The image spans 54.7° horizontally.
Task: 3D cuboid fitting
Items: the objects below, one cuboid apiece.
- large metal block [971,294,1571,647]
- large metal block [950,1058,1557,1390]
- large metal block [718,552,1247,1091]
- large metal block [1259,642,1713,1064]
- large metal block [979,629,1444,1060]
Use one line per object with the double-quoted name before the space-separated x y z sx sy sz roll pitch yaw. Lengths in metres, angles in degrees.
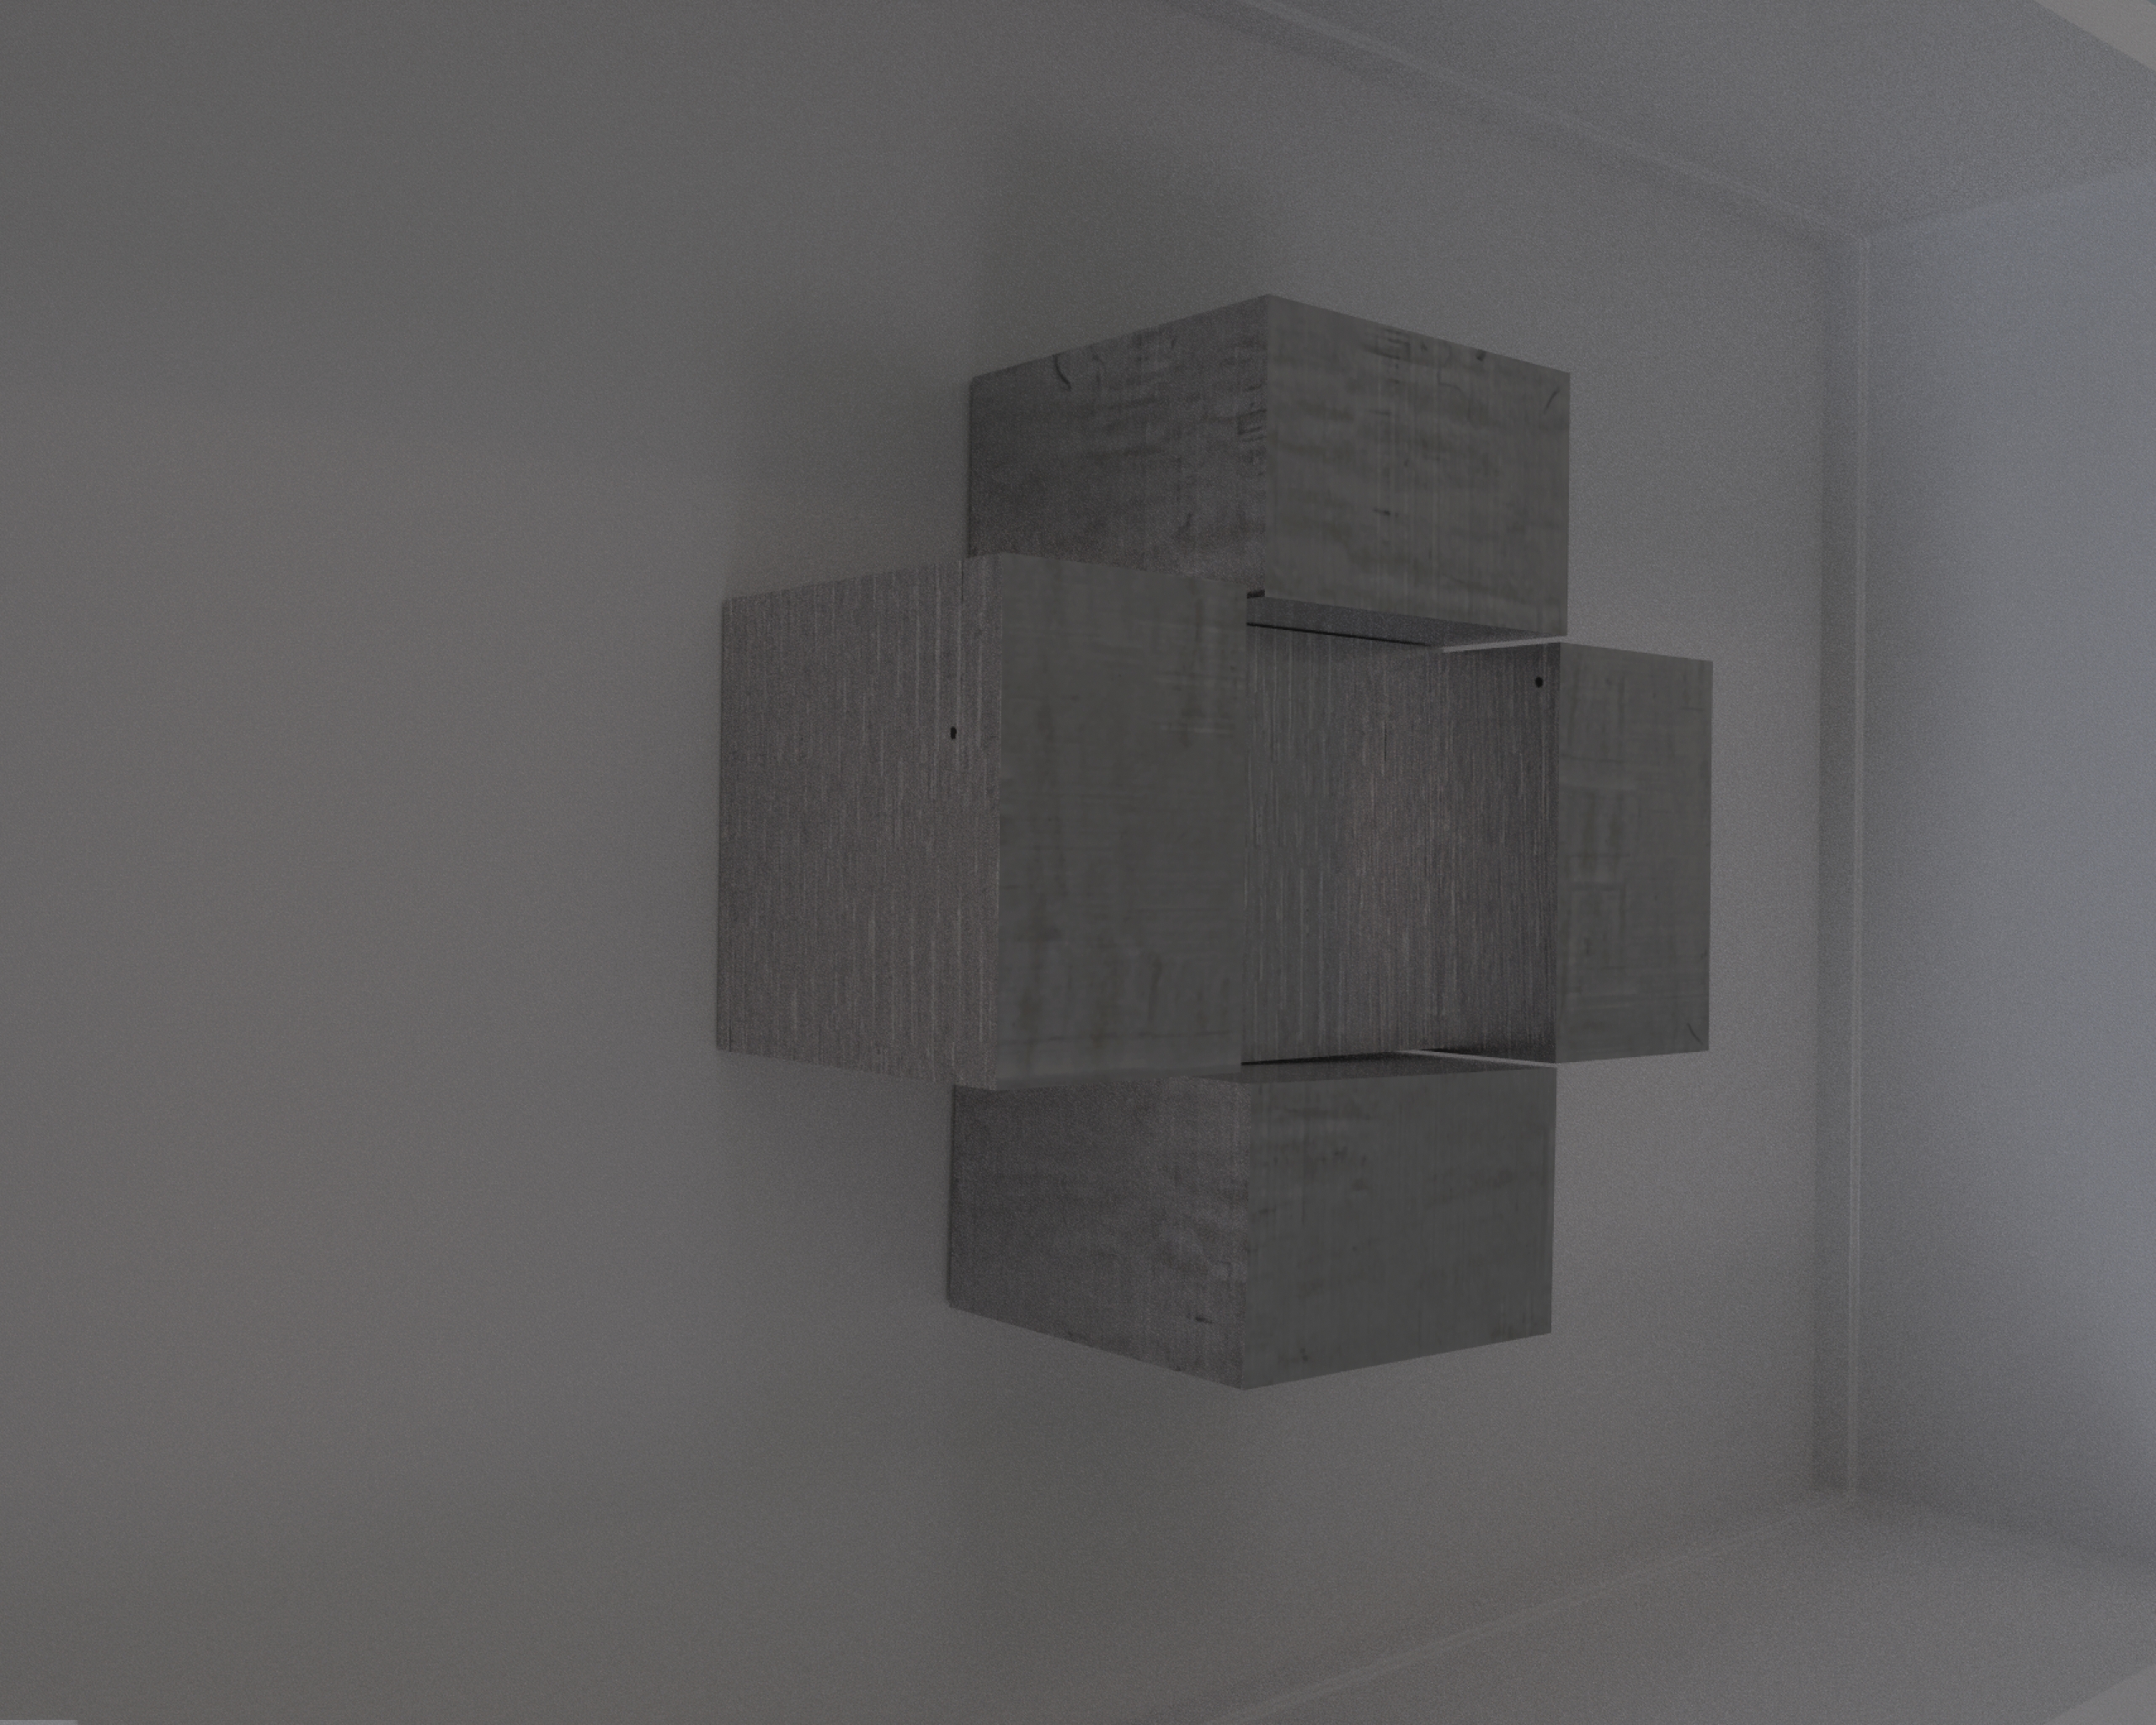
"large metal block" 0.036 -0.068 0.398 0.081 0.080 0.050 1 90 -40
"large metal block" 0.033 0.062 0.396 0.081 0.080 0.050 2 89 -40
"large metal block" -0.018 -0.006 0.354 0.050 0.080 0.080 1 90 -40
"large metal block" 0.084 -0.002 0.440 0.050 0.080 0.080 1 90 -40
"large metal block" 0.025 -0.003 0.408 0.081 0.050 0.080 1 90 -40
